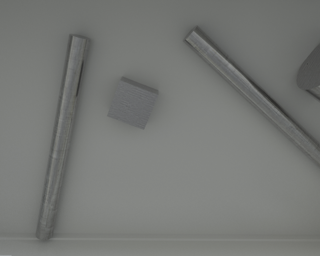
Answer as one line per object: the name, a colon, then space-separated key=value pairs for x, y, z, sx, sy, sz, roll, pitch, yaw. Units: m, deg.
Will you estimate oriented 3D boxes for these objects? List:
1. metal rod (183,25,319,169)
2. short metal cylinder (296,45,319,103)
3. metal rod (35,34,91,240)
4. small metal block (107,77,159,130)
metal rod: x=0.149 y=-0.021 z=0.405 sx=0.301 sy=0.025 sz=0.025 roll=39 pitch=105 yaw=-14
short metal cylinder: x=0.210 y=-0.065 z=0.361 sx=0.050 sy=0.080 sz=0.080 roll=32 pitch=107 yaw=-11
metal rod: x=-0.135 y=0.026 z=0.418 sx=0.025 sy=0.025 sz=0.298 roll=14 pitch=109 yaw=-6
small metal block: x=-0.035 y=-0.032 z=0.399 sx=0.050 sy=0.025 sz=0.050 roll=20 pitch=109 yaw=-8
